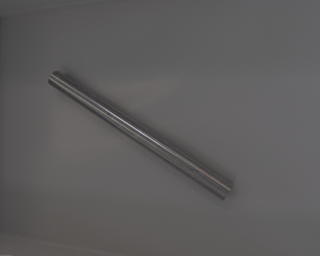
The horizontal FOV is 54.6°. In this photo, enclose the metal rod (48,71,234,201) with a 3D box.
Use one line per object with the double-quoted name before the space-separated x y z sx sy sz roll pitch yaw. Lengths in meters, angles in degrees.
"metal rod" -0.037 0.002 0.423 0.300 0.025 0.025 32 101 17
